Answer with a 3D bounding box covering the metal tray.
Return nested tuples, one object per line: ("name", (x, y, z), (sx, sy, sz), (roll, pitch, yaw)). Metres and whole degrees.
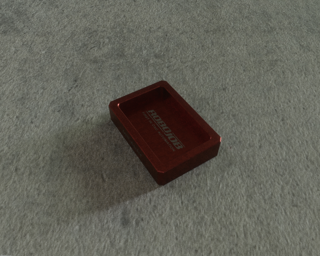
("metal tray", (0.003, 0.000, 0.399), (0.091, 0.030, 0.130), (-26, 55, -21))
